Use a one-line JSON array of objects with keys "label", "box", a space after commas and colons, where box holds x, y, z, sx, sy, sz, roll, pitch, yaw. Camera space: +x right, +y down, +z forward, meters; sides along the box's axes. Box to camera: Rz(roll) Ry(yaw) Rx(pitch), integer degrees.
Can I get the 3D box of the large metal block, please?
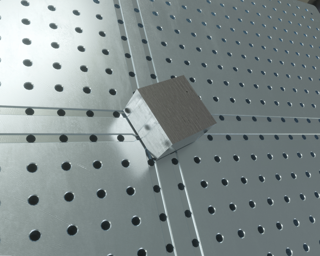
[{"label": "large metal block", "box": [0.013, -0.015, 0.406, 0.081, 0.050, 0.080, -23, 74, -37]}]
